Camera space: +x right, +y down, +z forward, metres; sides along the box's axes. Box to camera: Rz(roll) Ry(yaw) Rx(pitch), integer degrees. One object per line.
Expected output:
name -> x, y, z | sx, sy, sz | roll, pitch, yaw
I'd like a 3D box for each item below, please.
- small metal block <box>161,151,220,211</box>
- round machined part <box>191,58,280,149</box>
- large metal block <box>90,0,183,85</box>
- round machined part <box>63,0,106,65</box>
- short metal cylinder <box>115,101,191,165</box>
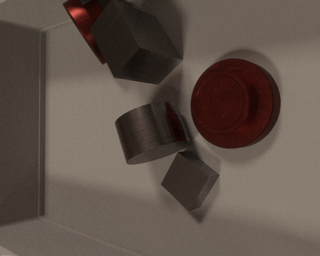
small metal block -> 0.036, 0.063, 0.376 | 0.050, 0.025, 0.050 | 39, 114, 32
round machined part -> 0.073, -0.026, 0.334 | 0.098, 0.042, 0.097 | 0, 90, 39
large metal block -> -0.029, -0.106, 0.393 | 0.050, 0.081, 0.080 | -42, 65, 32
round machined part -> -0.092, -0.144, 0.446 | 0.042, 0.098, 0.098 | -34, 64, -4
short metal cylinder -> -0.009, 0.008, 0.377 | 0.080, 0.081, 0.050 | -29, 72, 36
